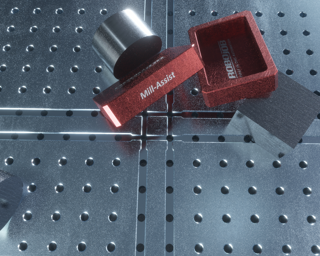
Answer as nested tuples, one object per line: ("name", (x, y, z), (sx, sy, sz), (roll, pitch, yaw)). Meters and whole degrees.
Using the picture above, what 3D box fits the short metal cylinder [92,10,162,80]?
("short metal cylinder", (-0.044, -0.112, 0.423), (0.080, 0.080, 0.050), (-36, 74, -12))

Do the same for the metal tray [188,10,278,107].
("metal tray", (0.092, -0.095, 0.413), (0.090, 0.030, 0.130), (-14, 53, 11))

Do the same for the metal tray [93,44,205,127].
("metal tray", (-0.018, -0.057, 0.395), (0.130, 0.090, 0.030), (-36, 111, -10))

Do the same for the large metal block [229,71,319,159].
("large metal block", (0.151, -0.019, 0.407), (0.080, 0.050, 0.080), (37, 74, 12))

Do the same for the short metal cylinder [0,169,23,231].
("short metal cylinder", (-0.204, 0.082, 0.351), (0.050, 0.080, 0.080), (22, 72, 8))
